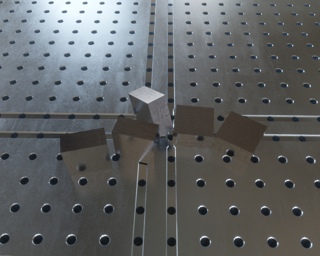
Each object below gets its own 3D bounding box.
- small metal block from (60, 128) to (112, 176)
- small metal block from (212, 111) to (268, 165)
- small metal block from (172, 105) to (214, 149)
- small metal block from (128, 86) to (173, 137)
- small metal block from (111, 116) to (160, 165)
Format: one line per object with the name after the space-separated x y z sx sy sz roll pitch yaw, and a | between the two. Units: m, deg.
-0.086 0.029 0.367 0.050 0.050 0.025 -10 51 -8 | small metal block
0.102 0.012 0.398 0.050 0.025 0.050 26 55 20 | small metal block
0.044 -0.002 0.410 0.050 0.025 0.050 6 50 5 | small metal block
-0.012 -0.022 0.400 0.025 0.050 0.050 -29 33 -22 | small metal block
-0.028 0.016 0.378 0.050 0.050 0.025 11 51 9 | small metal block
